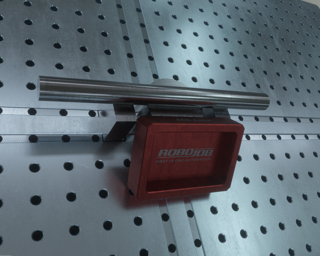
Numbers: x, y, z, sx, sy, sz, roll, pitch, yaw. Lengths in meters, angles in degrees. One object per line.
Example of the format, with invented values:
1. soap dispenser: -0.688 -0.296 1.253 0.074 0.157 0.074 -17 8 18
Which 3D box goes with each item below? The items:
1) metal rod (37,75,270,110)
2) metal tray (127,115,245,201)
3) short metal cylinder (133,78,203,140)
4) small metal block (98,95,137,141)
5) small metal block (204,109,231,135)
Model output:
1. metal rod: 0.014 -0.038 0.375 0.303 0.025 0.025 0 62 -28
2. metal tray: 0.032 0.033 0.366 0.131 0.089 0.030 0 18 -28
3. short metal cylinder: 0.009 -0.018 0.407 0.081 0.050 0.080 14 56 -21
4. small metal block: -0.053 -0.018 0.375 0.025 0.050 0.050 -1 62 -29
5. small metal block: 0.071 -0.015 0.440 0.025 0.050 0.050 -1 62 -29
